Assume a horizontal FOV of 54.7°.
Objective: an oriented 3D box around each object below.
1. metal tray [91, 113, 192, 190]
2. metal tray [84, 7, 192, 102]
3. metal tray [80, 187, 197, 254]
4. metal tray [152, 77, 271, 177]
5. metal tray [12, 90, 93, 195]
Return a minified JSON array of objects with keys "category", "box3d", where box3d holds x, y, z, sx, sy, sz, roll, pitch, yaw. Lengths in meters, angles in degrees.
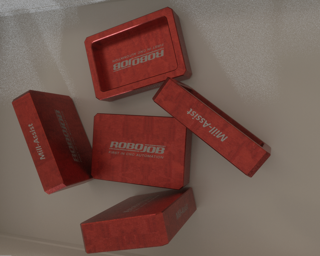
[{"category":"metal tray","box3d":[-0.026,0.028,0.413,0.130,0.030,0.089,4,91,19]},{"category":"metal tray","box3d":[-0.031,-0.095,0.416,0.130,0.030,0.090,-14,85,19]},{"category":"metal tray","box3d":[-0.017,0.101,0.357,0.090,0.130,0.030,-13,86,19]},{"category":"metal tray","box3d":[0.062,-0.004,0.351,0.130,0.090,0.030,40,103,15]},{"category":"metal tray","box3d":[-0.136,0.017,0.420,0.030,0.090,0.129,-26,82,17]}]
